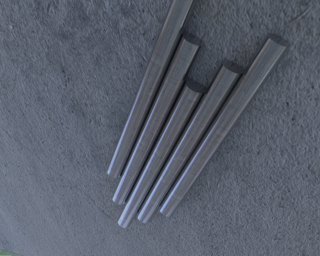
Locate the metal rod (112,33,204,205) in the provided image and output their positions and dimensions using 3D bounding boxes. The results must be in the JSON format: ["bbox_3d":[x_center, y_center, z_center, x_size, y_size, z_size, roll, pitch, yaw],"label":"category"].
[{"bbox_3d":[-0.016,0.011,0.422,0.025,0.025,0.298,32,128,7],"label":"metal rod"}]

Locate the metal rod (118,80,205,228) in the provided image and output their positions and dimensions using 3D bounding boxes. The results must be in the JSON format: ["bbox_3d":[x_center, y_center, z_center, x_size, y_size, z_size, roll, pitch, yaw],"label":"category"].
[{"bbox_3d":[-0.010,0.057,0.448,0.025,0.025,0.298,32,128,7],"label":"metal rod"}]

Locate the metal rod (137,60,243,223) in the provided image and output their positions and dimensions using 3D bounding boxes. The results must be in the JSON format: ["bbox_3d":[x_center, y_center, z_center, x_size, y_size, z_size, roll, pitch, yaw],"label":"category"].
[{"bbox_3d":[0.025,0.040,0.418,0.025,0.025,0.298,32,129,7],"label":"metal rod"}]

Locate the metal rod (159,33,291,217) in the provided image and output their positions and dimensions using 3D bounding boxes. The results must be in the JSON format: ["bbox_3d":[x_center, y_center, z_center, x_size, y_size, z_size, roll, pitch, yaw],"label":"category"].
[{"bbox_3d":[0.062,0.021,0.387,0.025,0.025,0.298,32,129,7],"label":"metal rod"}]

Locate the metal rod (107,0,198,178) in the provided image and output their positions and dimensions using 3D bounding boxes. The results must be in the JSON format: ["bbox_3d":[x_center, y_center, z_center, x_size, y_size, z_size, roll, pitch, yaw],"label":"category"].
[{"bbox_3d":[-0.020,-0.037,0.395,0.025,0.025,0.298,32,129,7],"label":"metal rod"}]
